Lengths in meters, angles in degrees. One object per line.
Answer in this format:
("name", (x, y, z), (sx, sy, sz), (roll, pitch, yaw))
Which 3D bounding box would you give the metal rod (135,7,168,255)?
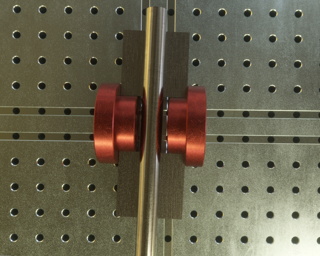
("metal rod", (-0.010, 0.011, 0.363), (0.025, 0.025, 0.298), (3, 90, 0))

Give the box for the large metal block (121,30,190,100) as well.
("large metal block", (-0.006, -0.078, 0.400), (0.081, 0.050, 0.079), (2, 90, 0))

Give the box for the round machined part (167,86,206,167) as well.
("round machined part", (0.032, -0.002, 0.377), (0.042, 0.098, 0.097), (2, 90, 5))

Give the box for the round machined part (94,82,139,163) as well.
("round machined part", (-0.049, -0.006, 0.376), (0.042, 0.098, 0.097), (2, 90, 0))

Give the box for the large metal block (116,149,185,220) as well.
("large metal block", (-0.011, 0.069, 0.400), (0.081, 0.050, 0.080), (3, 90, 0))
